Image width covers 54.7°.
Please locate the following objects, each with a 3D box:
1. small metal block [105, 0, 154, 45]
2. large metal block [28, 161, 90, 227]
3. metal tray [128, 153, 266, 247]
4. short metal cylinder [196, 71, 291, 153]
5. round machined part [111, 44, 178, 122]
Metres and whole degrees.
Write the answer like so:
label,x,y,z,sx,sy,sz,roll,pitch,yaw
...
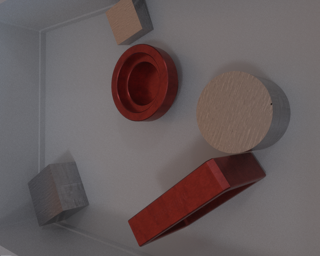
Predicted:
label,x,y,z,sx,sy,sz,roll,pitch,yaw
small metal block,-0.043,-0.150,0.434,0.050,0.025,0.050,-21,90,38
large metal block,-0.176,0.113,0.533,0.080,0.050,0.080,-36,68,34
metal tray,0.038,0.076,0.331,0.129,0.091,0.030,-43,64,31
short metal cylinder,0.085,-0.015,0.319,0.080,0.050,0.079,0,90,39
round machined part,-0.015,-0.057,0.406,0.098,0.042,0.097,0,90,39
